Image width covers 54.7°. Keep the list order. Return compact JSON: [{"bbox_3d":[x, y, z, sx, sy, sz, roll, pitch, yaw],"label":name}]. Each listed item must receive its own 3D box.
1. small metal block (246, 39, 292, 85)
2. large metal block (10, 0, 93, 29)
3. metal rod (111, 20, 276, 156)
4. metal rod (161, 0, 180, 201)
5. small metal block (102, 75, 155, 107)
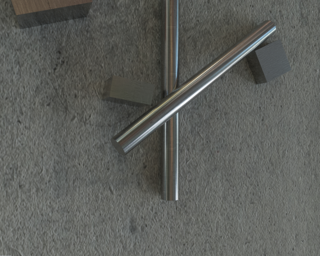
[{"bbox_3d":[0.165,-0.100,0.472,0.050,0.025,0.050,-27,99,-18],"label":"small metal block"},{"bbox_3d":[-0.130,-0.165,0.348,0.081,0.050,0.080,-19,97,-19],"label":"large metal block"},{"bbox_3d":[0.059,-0.065,0.411,0.301,0.025,0.025,-39,103,-24],"label":"metal rod"},{"bbox_3d":[0.014,-0.055,0.415,0.025,0.025,0.298,0,90,-20],"label":"metal rod"},{"bbox_3d":[-0.040,-0.044,0.382,0.050,0.050,0.025,10,87,-20],"label":"small metal block"}]
